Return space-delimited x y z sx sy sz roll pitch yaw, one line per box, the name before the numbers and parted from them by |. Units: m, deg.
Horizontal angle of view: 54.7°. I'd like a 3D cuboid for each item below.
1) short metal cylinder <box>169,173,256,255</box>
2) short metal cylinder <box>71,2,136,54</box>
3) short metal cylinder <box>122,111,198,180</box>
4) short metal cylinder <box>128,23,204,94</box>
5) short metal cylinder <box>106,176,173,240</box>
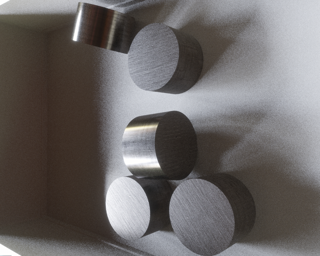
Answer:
short metal cylinder | 0.057 0.093 0.343 0.080 0.050 0.080 0 90 40
short metal cylinder | -0.079 -0.139 0.437 0.080 0.081 0.050 25 106 37
short metal cylinder | 0.001 0.022 0.370 0.050 0.081 0.080 -7 86 40
short metal cylinder | 0.006 -0.084 0.385 0.080 0.050 0.080 0 90 40
short metal cylinder | -0.026 0.102 0.412 0.080 0.050 0.080 0 90 40
